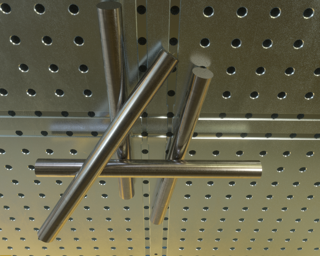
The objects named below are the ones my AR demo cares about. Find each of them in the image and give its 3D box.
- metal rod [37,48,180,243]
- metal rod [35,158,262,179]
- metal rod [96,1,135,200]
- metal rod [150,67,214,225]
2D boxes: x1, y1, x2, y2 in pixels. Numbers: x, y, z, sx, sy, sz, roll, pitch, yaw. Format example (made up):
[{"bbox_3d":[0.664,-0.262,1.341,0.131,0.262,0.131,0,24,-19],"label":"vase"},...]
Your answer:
[{"bbox_3d":[-0.073,0.034,0.387,0.025,0.025,0.299,29,108,-22],"label":"metal rod"},{"bbox_3d":[-0.015,0.055,0.423,0.302,0.025,0.025,1,130,-1],"label":"metal rod"},{"bbox_3d":[-0.052,-0.008,0.403,0.025,0.025,0.298,0,130,0],"label":"metal rod"},{"bbox_3d":[0.022,0.048,0.452,0.025,0.025,0.298,8,130,-7],"label":"metal rod"}]
